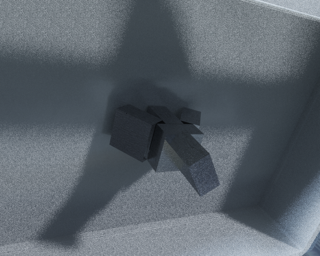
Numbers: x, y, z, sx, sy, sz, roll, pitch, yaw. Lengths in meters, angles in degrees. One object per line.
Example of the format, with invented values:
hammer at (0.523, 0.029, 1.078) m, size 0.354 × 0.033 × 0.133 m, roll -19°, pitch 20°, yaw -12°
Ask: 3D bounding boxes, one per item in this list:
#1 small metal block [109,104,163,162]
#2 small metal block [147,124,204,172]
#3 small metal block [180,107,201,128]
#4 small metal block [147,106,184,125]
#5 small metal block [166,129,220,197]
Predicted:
small metal block at (-0.030, 0.006, 0.374) m, size 0.025 × 0.050 × 0.050 m, roll -27°, pitch 138°, yaw -56°
small metal block at (0.018, 0.023, 0.364) m, size 0.050 × 0.025 × 0.050 m, roll 1°, pitch 118°, yaw -29°
small metal block at (0.034, 0.006, 0.410) m, size 0.025 × 0.050 × 0.050 m, roll 16°, pitch 115°, yaw 2°
small metal block at (0.001, 0.005, 0.393) m, size 0.025 × 0.050 × 0.050 m, roll 1°, pitch 118°, yaw -29°
small metal block at (0.036, 0.037, 0.335) m, size 0.025 × 0.050 × 0.050 m, roll -31°, pitch 128°, yaw -8°
